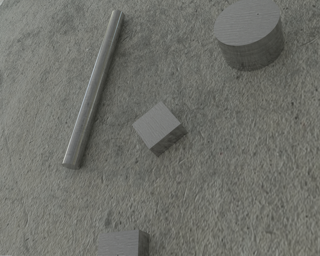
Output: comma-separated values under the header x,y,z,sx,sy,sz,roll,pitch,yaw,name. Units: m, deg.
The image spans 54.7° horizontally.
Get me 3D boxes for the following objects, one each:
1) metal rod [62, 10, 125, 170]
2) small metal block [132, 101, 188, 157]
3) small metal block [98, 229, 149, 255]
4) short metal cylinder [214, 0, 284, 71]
x,y,z,sx,sy,sz,roll,pitch,yaw,name
-0.101,-0.077,0.504,0.025,0.025,0.300,-4,60,26,metal rod
-0.001,0.001,0.404,0.050,0.025,0.050,-39,51,1,small metal block
-0.040,0.141,0.338,0.050,0.025,0.050,-13,56,21,small metal block
0.116,-0.121,0.401,0.080,0.050,0.080,-13,56,21,short metal cylinder
